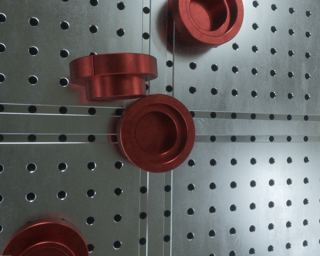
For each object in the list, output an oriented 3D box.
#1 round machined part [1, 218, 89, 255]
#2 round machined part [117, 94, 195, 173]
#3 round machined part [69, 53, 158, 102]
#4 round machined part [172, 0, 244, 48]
[{"bbox_3d":[-0.131,0.157,0.355,0.099,0.042,0.097,0,90,-20],"label":"round machined part"},{"bbox_3d":[-0.008,0.006,0.400,0.099,0.042,0.097,0,90,-20],"label":"round machined part"},{"bbox_3d":[-0.051,-0.054,0.355,0.099,0.098,0.042,-5,92,-20],"label":"round machined part"},{"bbox_3d":[0.062,-0.158,0.426,0.099,0.042,0.097,0,90,-20],"label":"round machined part"}]
